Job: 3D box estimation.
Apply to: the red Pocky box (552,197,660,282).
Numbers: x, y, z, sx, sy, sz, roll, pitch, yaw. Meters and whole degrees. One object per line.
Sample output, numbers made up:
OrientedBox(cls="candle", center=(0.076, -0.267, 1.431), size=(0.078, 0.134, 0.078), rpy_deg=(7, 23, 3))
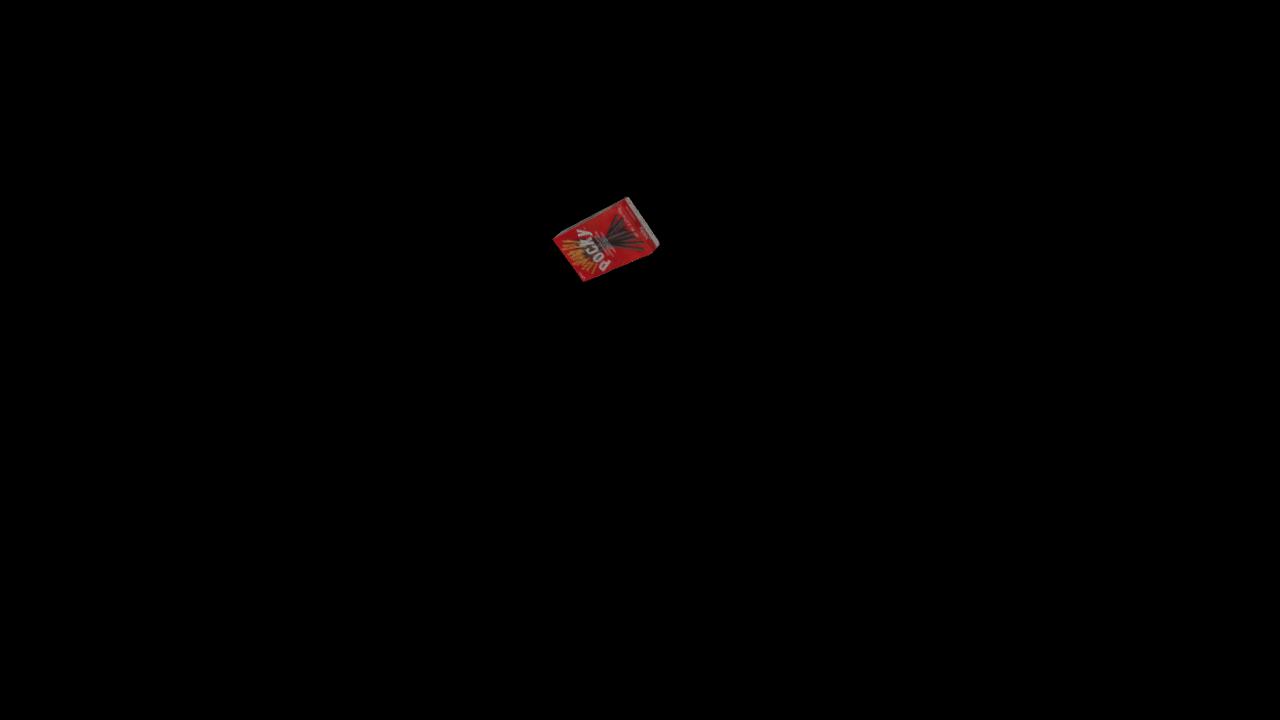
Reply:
OrientedBox(cls="red Pocky box", center=(-0.051, -0.168, 0.880), size=(0.155, 0.083, 0.028), rpy_deg=(-14, 32, 45))
